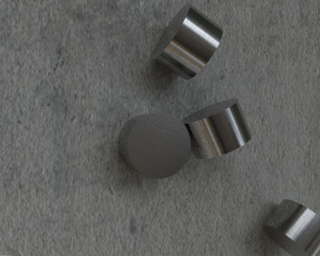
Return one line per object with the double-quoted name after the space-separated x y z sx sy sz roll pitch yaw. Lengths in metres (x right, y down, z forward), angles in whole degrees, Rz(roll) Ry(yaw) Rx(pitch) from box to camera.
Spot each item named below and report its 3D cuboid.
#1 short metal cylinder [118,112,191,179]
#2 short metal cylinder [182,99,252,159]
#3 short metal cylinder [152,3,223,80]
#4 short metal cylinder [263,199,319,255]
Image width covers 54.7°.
-0.008 0.021 0.394 0.081 0.050 0.079 0 90 -21 "short metal cylinder"
0.073 0.000 0.408 0.081 0.080 0.050 -27 99 -18 "short metal cylinder"
0.033 -0.108 0.393 0.050 0.080 0.080 30 80 -18 "short metal cylinder"
0.201 0.152 0.456 0.050 0.080 0.080 -45 105 -14 "short metal cylinder"
